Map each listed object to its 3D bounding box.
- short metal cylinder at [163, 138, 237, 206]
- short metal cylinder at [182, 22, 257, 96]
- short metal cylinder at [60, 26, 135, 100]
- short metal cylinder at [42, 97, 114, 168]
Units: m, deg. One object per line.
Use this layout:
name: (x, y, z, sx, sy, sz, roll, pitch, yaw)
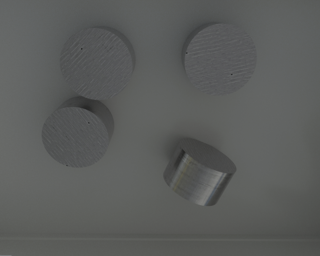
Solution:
short metal cylinder: (0.051, 0.055, 0.403, 0.080, 0.080, 0.050, 23, 108, -9)
short metal cylinder: (0.068, -0.083, 0.368, 0.081, 0.050, 0.079, 0, 110, -1)
short metal cylinder: (-0.071, -0.078, 0.368, 0.081, 0.050, 0.079, 0, 110, -1)
short metal cylinder: (-0.103, 0.004, 0.398, 0.081, 0.050, 0.079, 0, 110, -1)
